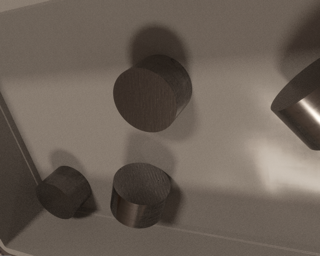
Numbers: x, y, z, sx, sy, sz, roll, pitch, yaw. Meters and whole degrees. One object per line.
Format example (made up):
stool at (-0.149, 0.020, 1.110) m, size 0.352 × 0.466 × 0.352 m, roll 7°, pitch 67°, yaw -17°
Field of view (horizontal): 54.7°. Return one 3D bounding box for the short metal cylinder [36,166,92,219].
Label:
short metal cylinder at (-0.170, 0.114, 0.550) m, size 0.080 × 0.050 × 0.079 m, roll 13°, pitch 124°, yaw 20°

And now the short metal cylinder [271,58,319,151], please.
short metal cylinder at (0.149, -0.026, 0.279) m, size 0.050 × 0.080 × 0.080 m, roll 45°, pitch 129°, yaw -3°

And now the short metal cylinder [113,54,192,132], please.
short metal cylinder at (-0.008, -0.041, 0.370) m, size 0.080 × 0.050 × 0.079 m, roll 13°, pitch 124°, yaw 20°

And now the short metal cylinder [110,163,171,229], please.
short metal cylinder at (-0.029, 0.096, 0.446) m, size 0.080 × 0.080 × 0.050 m, roll 23°, pitch 127°, yaw 14°
